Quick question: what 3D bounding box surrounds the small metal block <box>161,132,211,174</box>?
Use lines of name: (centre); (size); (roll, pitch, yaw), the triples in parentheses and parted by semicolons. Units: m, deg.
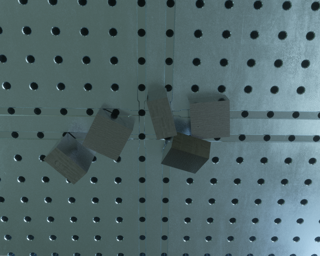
small metal block: (0.034, 0.034, 0.413); (0.050, 0.025, 0.050); (17, 146, -7)

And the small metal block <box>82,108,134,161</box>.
small metal block: (-0.069, 0.009, 0.416); (0.050, 0.025, 0.050); (26, 108, -10)

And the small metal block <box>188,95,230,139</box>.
small metal block: (0.065, -0.014, 0.409); (0.050, 0.025, 0.050); (-5, 110, 1)

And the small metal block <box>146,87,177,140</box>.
small metal block: (0.002, -0.019, 0.393); (0.025, 0.050, 0.050); (-14, 110, 5)

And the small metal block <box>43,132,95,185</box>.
small metal block: (-0.119, 0.040, 0.413); (0.025, 0.050, 0.050); (-42, 105, 14)
